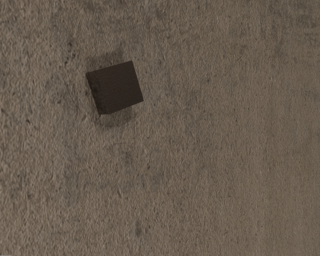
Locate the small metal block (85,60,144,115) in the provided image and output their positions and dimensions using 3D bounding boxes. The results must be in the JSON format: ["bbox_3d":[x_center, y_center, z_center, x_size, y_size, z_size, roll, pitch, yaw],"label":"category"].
[{"bbox_3d":[-0.052,-0.047,0.363,0.050,0.025,0.050,-26,107,-37],"label":"small metal block"}]
